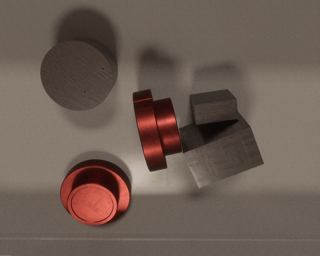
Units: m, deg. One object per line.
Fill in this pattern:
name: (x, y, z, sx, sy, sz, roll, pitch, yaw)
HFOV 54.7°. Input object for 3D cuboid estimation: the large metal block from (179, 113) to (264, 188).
large metal block: (0.073, 0.021, 0.391, 0.080, 0.080, 0.050, -22, 109, 7)

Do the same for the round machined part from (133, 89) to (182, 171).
round machined part: (-0.001, 0.000, 0.373, 0.042, 0.098, 0.097, -12, 110, 1)

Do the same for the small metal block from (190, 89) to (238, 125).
small metal block: (0.066, -0.027, 0.389, 0.050, 0.050, 0.025, -8, 110, 2)

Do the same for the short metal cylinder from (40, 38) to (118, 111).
short metal cylinder: (-0.094, -0.066, 0.372, 0.081, 0.050, 0.079, 0, 110, -1)

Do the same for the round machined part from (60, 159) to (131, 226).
round machined part: (-0.091, 0.097, 0.437, 0.099, 0.042, 0.097, 0, 110, -1)
